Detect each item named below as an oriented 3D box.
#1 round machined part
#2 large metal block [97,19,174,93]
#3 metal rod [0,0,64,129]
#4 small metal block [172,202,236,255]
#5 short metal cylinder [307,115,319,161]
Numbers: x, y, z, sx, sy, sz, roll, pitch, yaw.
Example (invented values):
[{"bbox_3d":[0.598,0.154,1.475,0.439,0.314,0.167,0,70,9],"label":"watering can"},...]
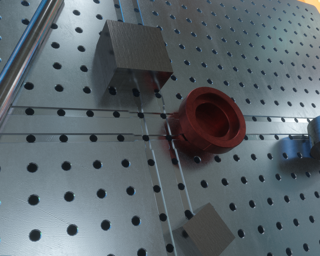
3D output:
[{"bbox_3d":[0.069,-0.007,0.441,0.099,0.042,0.098,14,56,-21],"label":"round machined part"},{"bbox_3d":[-0.037,-0.098,0.434,0.081,0.050,0.080,-1,62,-29],"label":"large metal block"},{"bbox_3d":[-0.165,-0.083,0.370,0.025,0.025,0.300,20,54,-17],"label":"metal rod"},{"bbox_3d":[0.051,0.124,0.362,0.050,0.025,0.050,-29,78,-38],"label":"small metal block"},{"bbox_3d":[0.297,0.017,0.526,0.080,0.080,0.050,22,53,-15],"label":"short metal cylinder"}]
